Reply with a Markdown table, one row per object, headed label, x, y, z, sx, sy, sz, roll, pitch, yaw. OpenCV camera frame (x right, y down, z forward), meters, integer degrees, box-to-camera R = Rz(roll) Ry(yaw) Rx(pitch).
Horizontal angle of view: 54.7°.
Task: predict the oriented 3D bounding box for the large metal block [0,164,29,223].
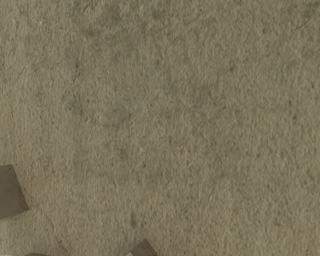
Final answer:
| label | x | y | z | sx | sy | sz | roll | pitch | yaw |
| --- | --- | --- | --- | --- | --- | --- | --- | --- | --- |
| large metal block | -0.260 | 0.106 | 0.469 | 0.050 | 0.080 | 0.080 | -27 | 81 | 18 |

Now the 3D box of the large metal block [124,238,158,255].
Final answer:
| label | x | y | z | sx | sy | sz | roll | pitch | yaw |
| --- | --- | --- | --- | --- | --- | --- | --- | --- | --- |
| large metal block | -0.032 | 0.209 | 0.406 | 0.080 | 0.050 | 0.080 | -42 | 77 | 15 |

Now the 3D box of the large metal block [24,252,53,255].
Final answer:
| label | x | y | z | sx | sy | sz | roll | pitch | yaw |
| --- | --- | --- | --- | --- | --- | --- | --- | --- | --- |
| large metal block | -0.176 | 0.238 | 0.456 | 0.080 | 0.050 | 0.079 | -1 | 90 | 19 |
